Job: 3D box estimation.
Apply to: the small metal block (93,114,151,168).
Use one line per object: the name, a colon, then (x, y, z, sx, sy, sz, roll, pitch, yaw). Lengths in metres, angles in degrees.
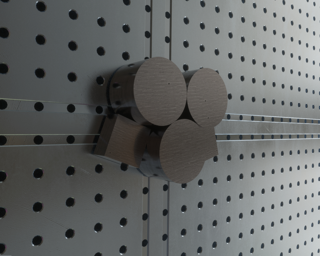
small metal block: (-0.044, 0.016, 0.368, 0.050, 0.025, 0.050, 26, 74, -37)

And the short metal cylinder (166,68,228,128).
short metal cylinder: (0.048, -0.040, 0.429, 0.081, 0.050, 0.079, 0, 90, -40)

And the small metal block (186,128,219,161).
small metal block: (0.056, 0.022, 0.453, 0.050, 0.025, 0.050, -18, 102, -39)

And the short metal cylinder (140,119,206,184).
short metal cylinder: (0.014, 0.028, 0.400, 0.081, 0.050, 0.079, 0, 90, -40)

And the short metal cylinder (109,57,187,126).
short metal cylinder: (-0.014, -0.042, 0.377, 0.081, 0.050, 0.079, 0, 90, -40)
